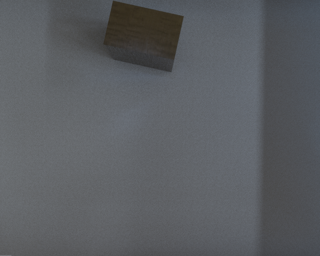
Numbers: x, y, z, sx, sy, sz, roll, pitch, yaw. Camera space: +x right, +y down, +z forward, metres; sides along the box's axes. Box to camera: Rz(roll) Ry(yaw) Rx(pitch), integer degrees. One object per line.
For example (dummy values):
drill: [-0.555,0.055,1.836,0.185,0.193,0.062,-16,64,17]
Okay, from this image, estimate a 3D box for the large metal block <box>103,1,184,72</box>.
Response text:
large metal block: [-0.018,-0.109,0.384,0.080,0.080,0.050,12,90,0]
